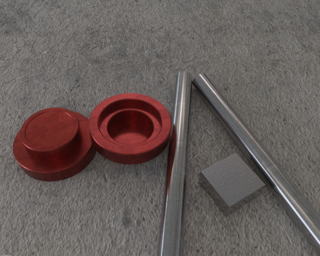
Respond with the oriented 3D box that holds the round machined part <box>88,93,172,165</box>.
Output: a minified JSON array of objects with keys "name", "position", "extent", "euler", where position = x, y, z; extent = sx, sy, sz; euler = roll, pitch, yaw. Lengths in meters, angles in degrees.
[{"name":"round machined part","position":[-0.036,0.005,0.385],"extent":[0.099,0.042,0.098],"euler":[3,50,-3]}]

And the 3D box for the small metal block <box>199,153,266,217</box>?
[{"name":"small metal block","position":[0.080,0.063,0.351],"extent":[0.050,0.025,0.050],"euler":[-25,54,-20]}]

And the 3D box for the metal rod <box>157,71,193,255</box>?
[{"name":"metal rod","position":[0.021,0.038,0.371],"extent":[0.025,0.025,0.300],"euler":[5,50,4]}]

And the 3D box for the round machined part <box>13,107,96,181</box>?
[{"name":"round machined part","position":[-0.130,0.013,0.381],"extent":[0.099,0.042,0.098],"euler":[0,50,0]}]

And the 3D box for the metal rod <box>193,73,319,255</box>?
[{"name":"metal rod","position":[0.119,0.034,0.375],"extent":[0.025,0.025,0.300],"euler":[-18,53,-15]}]
